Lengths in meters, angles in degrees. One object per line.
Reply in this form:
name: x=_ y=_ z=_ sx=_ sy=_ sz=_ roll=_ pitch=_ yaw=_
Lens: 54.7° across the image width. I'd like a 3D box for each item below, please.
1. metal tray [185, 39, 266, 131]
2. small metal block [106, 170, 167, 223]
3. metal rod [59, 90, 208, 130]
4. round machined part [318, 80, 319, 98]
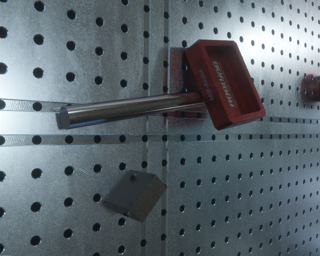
metal tray: x=0.099 y=-0.067 z=0.463 sx=0.091 sy=0.030 sz=0.129 roll=-12 pitch=78 yaw=-40
small metal block: x=-0.028 y=0.080 z=0.371 sx=0.050 sy=0.050 sz=0.025 roll=-51 pitch=121 yaw=-28
metal rod: x=0.014 y=-0.035 z=0.422 sx=0.302 sy=0.025 sz=0.025 roll=-12 pitch=98 yaw=-40
round machined part: x=0.422 y=-0.097 z=0.751 sx=0.099 sy=0.042 sz=0.097 roll=-6 pitch=100 yaw=-35
